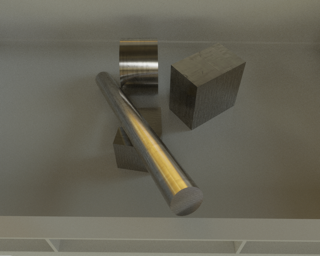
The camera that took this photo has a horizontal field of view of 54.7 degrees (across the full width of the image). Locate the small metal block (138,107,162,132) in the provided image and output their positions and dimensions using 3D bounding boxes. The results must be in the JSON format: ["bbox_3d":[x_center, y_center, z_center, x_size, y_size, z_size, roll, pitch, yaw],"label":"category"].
[{"bbox_3d":[-0.023,0.000,0.405,0.050,0.025,0.050,-1,50,-2],"label":"small metal block"}]

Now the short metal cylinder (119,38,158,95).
[{"bbox_3d":[-0.029,-0.088,0.443,0.050,0.080,0.080,-1,50,-1],"label":"short metal cylinder"}]

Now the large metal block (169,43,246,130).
[{"bbox_3d":[0.061,-0.055,0.417,0.081,0.080,0.050,-29,56,-22],"label":"large metal block"}]

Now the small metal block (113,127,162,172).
[{"bbox_3d":[-0.025,0.027,0.366,0.050,0.050,0.025,8,51,6],"label":"small metal block"}]

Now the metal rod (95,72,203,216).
[{"bbox_3d":[-0.033,-0.011,0.341,0.025,0.025,0.300,-17,30,-14],"label":"metal rod"}]
